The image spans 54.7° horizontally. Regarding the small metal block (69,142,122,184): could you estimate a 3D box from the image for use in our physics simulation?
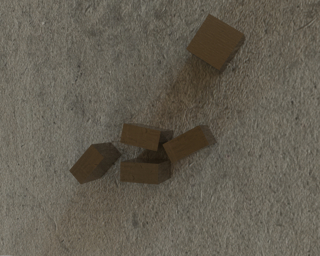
[{"bbox_3d":[-0.088,0.047,0.427,0.025,0.050,0.050,46,104,14],"label":"small metal block"}]

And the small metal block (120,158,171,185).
[{"bbox_3d":[-0.017,0.055,0.402,0.050,0.050,0.025,1,91,20],"label":"small metal block"}]

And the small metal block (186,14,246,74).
[{"bbox_3d":[0.070,-0.104,0.384,0.050,0.025,0.050,37,102,16],"label":"small metal block"}]

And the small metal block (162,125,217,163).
[{"bbox_3d":[0.038,0.019,0.382,0.050,0.050,0.025,-29,81,18],"label":"small metal block"}]

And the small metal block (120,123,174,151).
[{"bbox_3d":[-0.016,0.011,0.401,0.050,0.050,0.025,12,94,19],"label":"small metal block"}]
